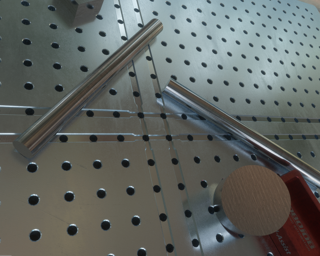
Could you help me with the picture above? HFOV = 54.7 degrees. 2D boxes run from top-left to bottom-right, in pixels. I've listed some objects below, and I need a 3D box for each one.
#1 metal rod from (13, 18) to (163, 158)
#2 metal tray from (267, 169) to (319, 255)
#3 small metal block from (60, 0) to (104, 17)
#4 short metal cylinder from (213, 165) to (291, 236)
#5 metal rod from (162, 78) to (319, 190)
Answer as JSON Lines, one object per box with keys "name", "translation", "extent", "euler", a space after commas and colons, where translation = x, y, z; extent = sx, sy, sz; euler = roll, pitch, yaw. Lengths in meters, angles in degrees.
{"name": "metal rod", "translation": [-0.074, -0.073, 0.413], "extent": [0.025, 0.025, 0.301], "euler": [38, 51, -3]}
{"name": "metal tray", "translation": [0.192, 0.132, 0.430], "extent": [0.091, 0.030, 0.130], "euler": [-16, 70, -35]}
{"name": "small metal block", "translation": [-0.121, -0.199, 0.466], "extent": [0.050, 0.025, 0.050], "euler": [49, 51, 6]}
{"name": "short metal cylinder", "translation": [0.110, 0.090, 0.379], "extent": [0.081, 0.050, 0.080], "euler": [1, 71, -2]}
{"name": "metal rod", "translation": [0.138, 0.013, 0.476], "extent": [0.301, 0.025, 0.025], "euler": [31, 52, -9]}
